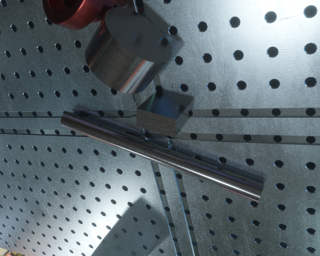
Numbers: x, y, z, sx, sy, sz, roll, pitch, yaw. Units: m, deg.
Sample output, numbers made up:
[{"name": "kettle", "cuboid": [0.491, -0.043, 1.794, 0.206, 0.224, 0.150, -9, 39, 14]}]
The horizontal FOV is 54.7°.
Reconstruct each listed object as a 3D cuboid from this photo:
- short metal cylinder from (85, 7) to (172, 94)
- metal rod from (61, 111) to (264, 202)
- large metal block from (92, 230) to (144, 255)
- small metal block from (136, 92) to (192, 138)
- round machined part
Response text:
[{"name": "short metal cylinder", "cuboid": [-0.034, -0.084, 0.340, 0.080, 0.080, 0.050, 43, 129, -2]}, {"name": "metal rod", "cuboid": [-0.008, 0.035, 0.435, 0.301, 0.025, 0.025, 19, 126, 16]}, {"name": "large metal block", "cuboid": [-0.086, 0.253, 0.576, 0.080, 0.080, 0.050, 43, 129, -2]}, {"name": "small metal block", "cuboid": [0.005, -0.018, 0.380, 0.050, 0.050, 0.025, 17, 125, 18]}, {"name": "round machined part", "cuboid": [-0.080, -0.151, 0.327, 0.098, 0.042, 0.097, -5, 82, 41]}]
